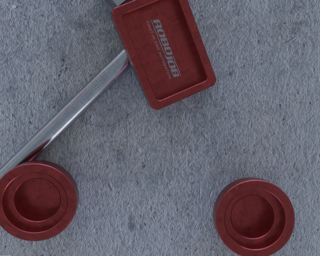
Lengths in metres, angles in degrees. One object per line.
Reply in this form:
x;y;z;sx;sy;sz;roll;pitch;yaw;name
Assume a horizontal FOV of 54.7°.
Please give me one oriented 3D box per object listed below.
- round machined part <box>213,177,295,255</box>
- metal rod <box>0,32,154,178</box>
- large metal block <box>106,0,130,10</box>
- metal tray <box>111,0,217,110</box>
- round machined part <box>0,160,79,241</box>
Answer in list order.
0.118;0.113;0.403;0.099;0.042;0.097;0;90;-1;round machined part
-0.116;-0.022;0.408;0.300;0.025;0.025;-45;91;-1;metal rod
-0.045;-0.202;0.397;0.080;0.050;0.080;-39;90;0;large metal block
0.006;-0.099;0.388;0.090;0.030;0.129;-24;104;-6;metal tray
-0.154;0.089;0.395;0.099;0.042;0.097;-1;96;-7;round machined part
